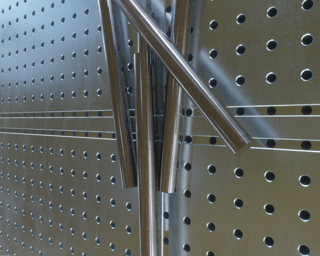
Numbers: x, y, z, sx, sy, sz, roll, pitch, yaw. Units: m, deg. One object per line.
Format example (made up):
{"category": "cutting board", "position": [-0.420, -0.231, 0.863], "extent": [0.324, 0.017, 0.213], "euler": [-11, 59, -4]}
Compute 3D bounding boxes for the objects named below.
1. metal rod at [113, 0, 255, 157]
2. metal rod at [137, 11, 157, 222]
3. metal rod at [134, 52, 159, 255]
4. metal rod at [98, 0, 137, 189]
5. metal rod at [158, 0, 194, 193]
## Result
{"category": "metal rod", "position": [0.007, -0.092, 0.367], "extent": [0.025, 0.025, 0.299], "euler": [-49, 62, 29]}
{"category": "metal rod", "position": [-0.017, -0.006, 0.421], "extent": [0.025, 0.025, 0.298], "euler": [-1, 89, 39]}
{"category": "metal rod", "position": [-0.017, 0.055, 0.394], "extent": [0.025, 0.025, 0.298], "euler": [-2, 89, 39]}
{"category": "metal rod", "position": [-0.063, -0.062, 0.458], "extent": [0.025, 0.025, 0.298], "euler": [-14, 81, 39]}
{"category": "metal rod", "position": [0.021, -0.068, 0.389], "extent": [0.025, 0.025, 0.298], "euler": [8, 95, 39]}
